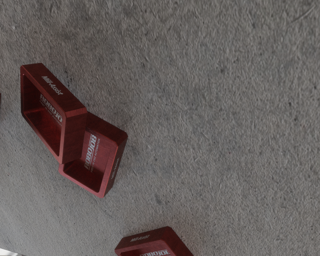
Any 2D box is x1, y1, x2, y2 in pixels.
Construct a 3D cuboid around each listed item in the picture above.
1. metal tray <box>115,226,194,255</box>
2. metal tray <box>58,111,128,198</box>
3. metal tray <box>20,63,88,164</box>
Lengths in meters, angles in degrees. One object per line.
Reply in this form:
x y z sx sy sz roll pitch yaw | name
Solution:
-0.009 0.228 0.549 0.130 0.030 0.090 -29 103 37 | metal tray
-0.109 0.042 0.486 0.090 0.030 0.129 29 128 10 | metal tray
-0.154 -0.023 0.438 0.130 0.030 0.089 41 132 29 | metal tray
